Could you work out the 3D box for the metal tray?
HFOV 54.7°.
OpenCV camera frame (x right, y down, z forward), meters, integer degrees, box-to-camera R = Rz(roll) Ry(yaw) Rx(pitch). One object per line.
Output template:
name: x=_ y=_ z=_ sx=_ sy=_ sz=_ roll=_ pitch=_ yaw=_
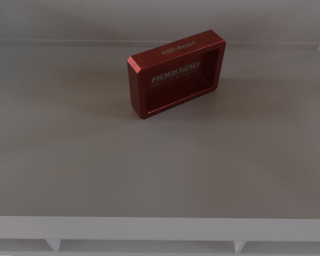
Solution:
metal tray: x=0.023 y=-0.072 z=0.423 sx=0.131 sy=0.089 sz=0.030 roll=-23 pitch=54 yaw=-19
